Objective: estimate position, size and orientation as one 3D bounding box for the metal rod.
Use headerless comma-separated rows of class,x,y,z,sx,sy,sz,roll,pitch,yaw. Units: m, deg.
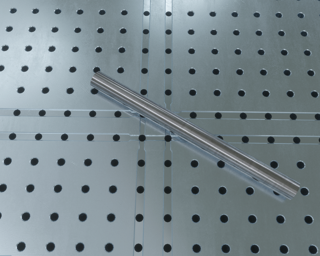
metal rod,0.038,0.005,0.410,0.301,0.025,0.025,30,73,10
